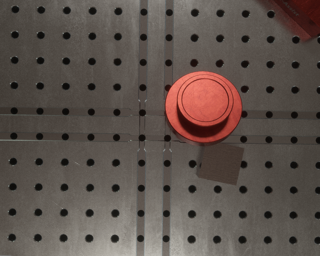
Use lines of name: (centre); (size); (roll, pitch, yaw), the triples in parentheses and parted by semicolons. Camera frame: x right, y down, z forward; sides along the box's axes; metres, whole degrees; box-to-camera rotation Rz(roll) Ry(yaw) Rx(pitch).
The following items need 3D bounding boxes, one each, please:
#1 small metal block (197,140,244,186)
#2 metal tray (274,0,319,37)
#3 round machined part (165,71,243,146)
small metal block: (0.080, 0.045, 0.415); (0.050, 0.025, 0.050); (12, 90, -1)
metal tray: (0.199, -0.199, 0.413); (0.130, 0.030, 0.090); (44, 90, -1)
round machined part: (0.055, -0.029, 0.393); (0.099, 0.042, 0.098); (0, 74, 2)
